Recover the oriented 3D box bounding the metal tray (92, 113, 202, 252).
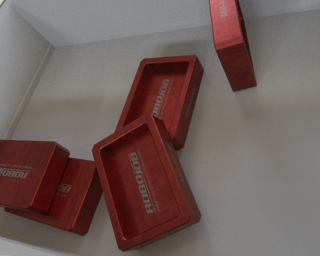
[{"bbox_3d":[-0.020,0.060,0.351,0.090,0.030,0.130,-30,63,17],"label":"metal tray"}]

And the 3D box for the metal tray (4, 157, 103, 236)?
[{"bbox_3d":[-0.142,0.085,0.423,0.130,0.030,0.090,4,64,29],"label":"metal tray"}]

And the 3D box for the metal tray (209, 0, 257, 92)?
[{"bbox_3d":[0.090,-0.123,0.391,0.030,0.090,0.130,-13,56,21],"label":"metal tray"}]

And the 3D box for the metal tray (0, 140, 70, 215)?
[{"bbox_3d":[-0.195,0.063,0.425,0.130,0.030,0.090,0,62,28],"label":"metal tray"}]

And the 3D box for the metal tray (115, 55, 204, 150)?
[{"bbox_3d":[0.001,-0.037,0.423,0.090,0.030,0.130,3,63,29],"label":"metal tray"}]
